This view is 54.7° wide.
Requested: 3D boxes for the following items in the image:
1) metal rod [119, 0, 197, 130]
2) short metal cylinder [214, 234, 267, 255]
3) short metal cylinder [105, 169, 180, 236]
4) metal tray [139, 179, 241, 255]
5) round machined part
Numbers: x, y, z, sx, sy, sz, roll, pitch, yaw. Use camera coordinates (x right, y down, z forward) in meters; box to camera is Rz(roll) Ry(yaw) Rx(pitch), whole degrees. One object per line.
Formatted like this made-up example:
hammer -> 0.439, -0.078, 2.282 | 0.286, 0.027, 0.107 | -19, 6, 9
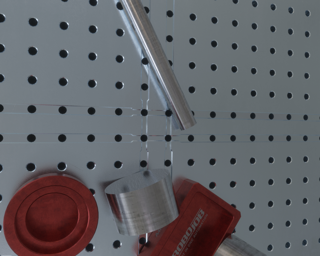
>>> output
metal rod -> -0.025, -0.135, 0.403 | 0.025, 0.025, 0.299 | -29, 100, -18
short metal cylinder -> 0.101, 0.192, 0.416 | 0.081, 0.050, 0.079 | -33, 136, -38
short metal cylinder -> -0.021, 0.087, 0.376 | 0.081, 0.080, 0.050 | -18, 96, -19
metal tray -> 0.042, 0.148, 0.425 | 0.090, 0.030, 0.130 | 37, 78, -17
round machined part -> -0.124, 0.101, 0.358 | 0.099, 0.042, 0.097 | 0, 90, -20
